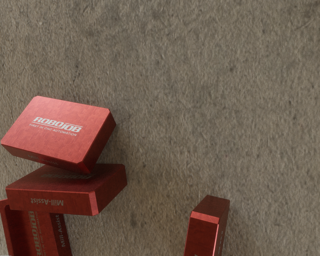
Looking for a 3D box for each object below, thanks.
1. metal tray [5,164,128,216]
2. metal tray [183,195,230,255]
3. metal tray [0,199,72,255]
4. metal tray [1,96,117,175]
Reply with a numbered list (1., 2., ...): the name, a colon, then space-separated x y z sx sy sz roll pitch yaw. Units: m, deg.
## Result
1. metal tray: -0.121 0.077 0.413 0.130 0.090 0.030 -1 105 19
2. metal tray: 0.050 0.151 0.356 0.030 0.090 0.129 10 93 19
3. metal tray: -0.188 0.163 0.470 0.090 0.030 0.129 -16 85 19
4. metal tray: -0.138 0.006 0.427 0.130 0.030 0.090 11 56 19
